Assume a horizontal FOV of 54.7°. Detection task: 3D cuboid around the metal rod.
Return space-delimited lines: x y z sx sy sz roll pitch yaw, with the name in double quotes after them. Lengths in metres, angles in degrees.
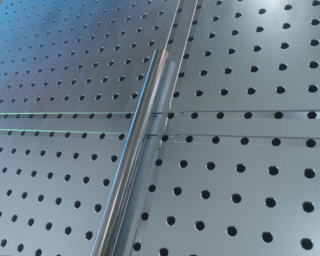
-0.033 0.019 0.412 0.025 0.025 0.300 1 62 28 "metal rod"
